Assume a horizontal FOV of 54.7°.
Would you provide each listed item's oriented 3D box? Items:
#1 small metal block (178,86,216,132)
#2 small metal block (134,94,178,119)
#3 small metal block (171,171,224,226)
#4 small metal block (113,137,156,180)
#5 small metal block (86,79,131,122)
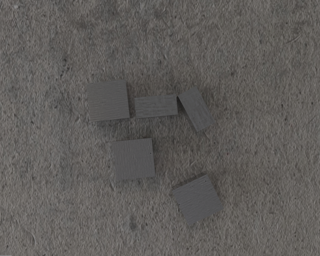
[{"bbox_3d":[0.044,-0.023,0.398,0.025,0.050,0.050,-28,90,0],"label":"small metal block"},{"bbox_3d":[-0.005,-0.027,0.397,0.050,0.050,0.025,-5,90,0],"label":"small metal block"},{"bbox_3d":[0.049,0.092,0.410,0.050,0.025,0.050,-26,90,0],"label":"small metal block"},{"bbox_3d":[-0.033,0.040,0.410,0.050,0.025,0.050,-6,90,0],"label":"small metal block"},{"bbox_3d":[-0.067,-0.035,0.409,0.050,0.025,0.050,-6,90,0],"label":"small metal block"}]
